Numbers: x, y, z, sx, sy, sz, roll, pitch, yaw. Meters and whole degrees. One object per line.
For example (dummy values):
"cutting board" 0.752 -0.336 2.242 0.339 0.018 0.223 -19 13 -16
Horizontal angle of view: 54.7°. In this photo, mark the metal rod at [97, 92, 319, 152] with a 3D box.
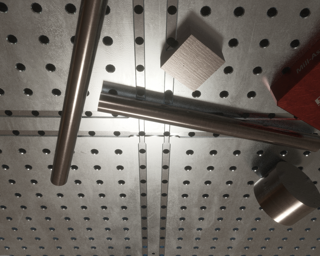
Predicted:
"metal rod" 0.071 -0.006 0.407 0.302 0.025 0.025 11 129 -10

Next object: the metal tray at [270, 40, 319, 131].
"metal tray" 0.208 -0.062 0.359 0.090 0.030 0.129 25 126 -21

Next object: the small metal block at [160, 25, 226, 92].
"small metal block" 0.036 -0.077 0.347 0.050 0.025 0.050 31 123 -24

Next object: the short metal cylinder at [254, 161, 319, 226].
"short metal cylinder" 0.189 0.097 0.461 0.080 0.080 0.050 22 126 -18

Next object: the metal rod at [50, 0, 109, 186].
"metal rod" -0.107 -0.029 0.385 0.025 0.025 0.298 14 129 -12
